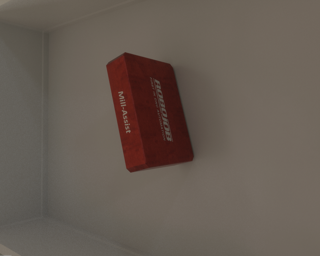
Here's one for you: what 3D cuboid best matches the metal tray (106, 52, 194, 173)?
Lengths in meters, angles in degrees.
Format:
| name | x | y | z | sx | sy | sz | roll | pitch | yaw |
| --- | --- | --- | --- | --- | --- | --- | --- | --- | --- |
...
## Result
| name | x | y | z | sx | sy | sz | roll | pitch | yaw |
| --- | --- | --- | --- | --- | --- | --- | --- | --- | --- |
| metal tray | -0.010 | -0.018 | 0.370 | 0.030 | 0.091 | 0.129 | -20 | 78 | 37 |
